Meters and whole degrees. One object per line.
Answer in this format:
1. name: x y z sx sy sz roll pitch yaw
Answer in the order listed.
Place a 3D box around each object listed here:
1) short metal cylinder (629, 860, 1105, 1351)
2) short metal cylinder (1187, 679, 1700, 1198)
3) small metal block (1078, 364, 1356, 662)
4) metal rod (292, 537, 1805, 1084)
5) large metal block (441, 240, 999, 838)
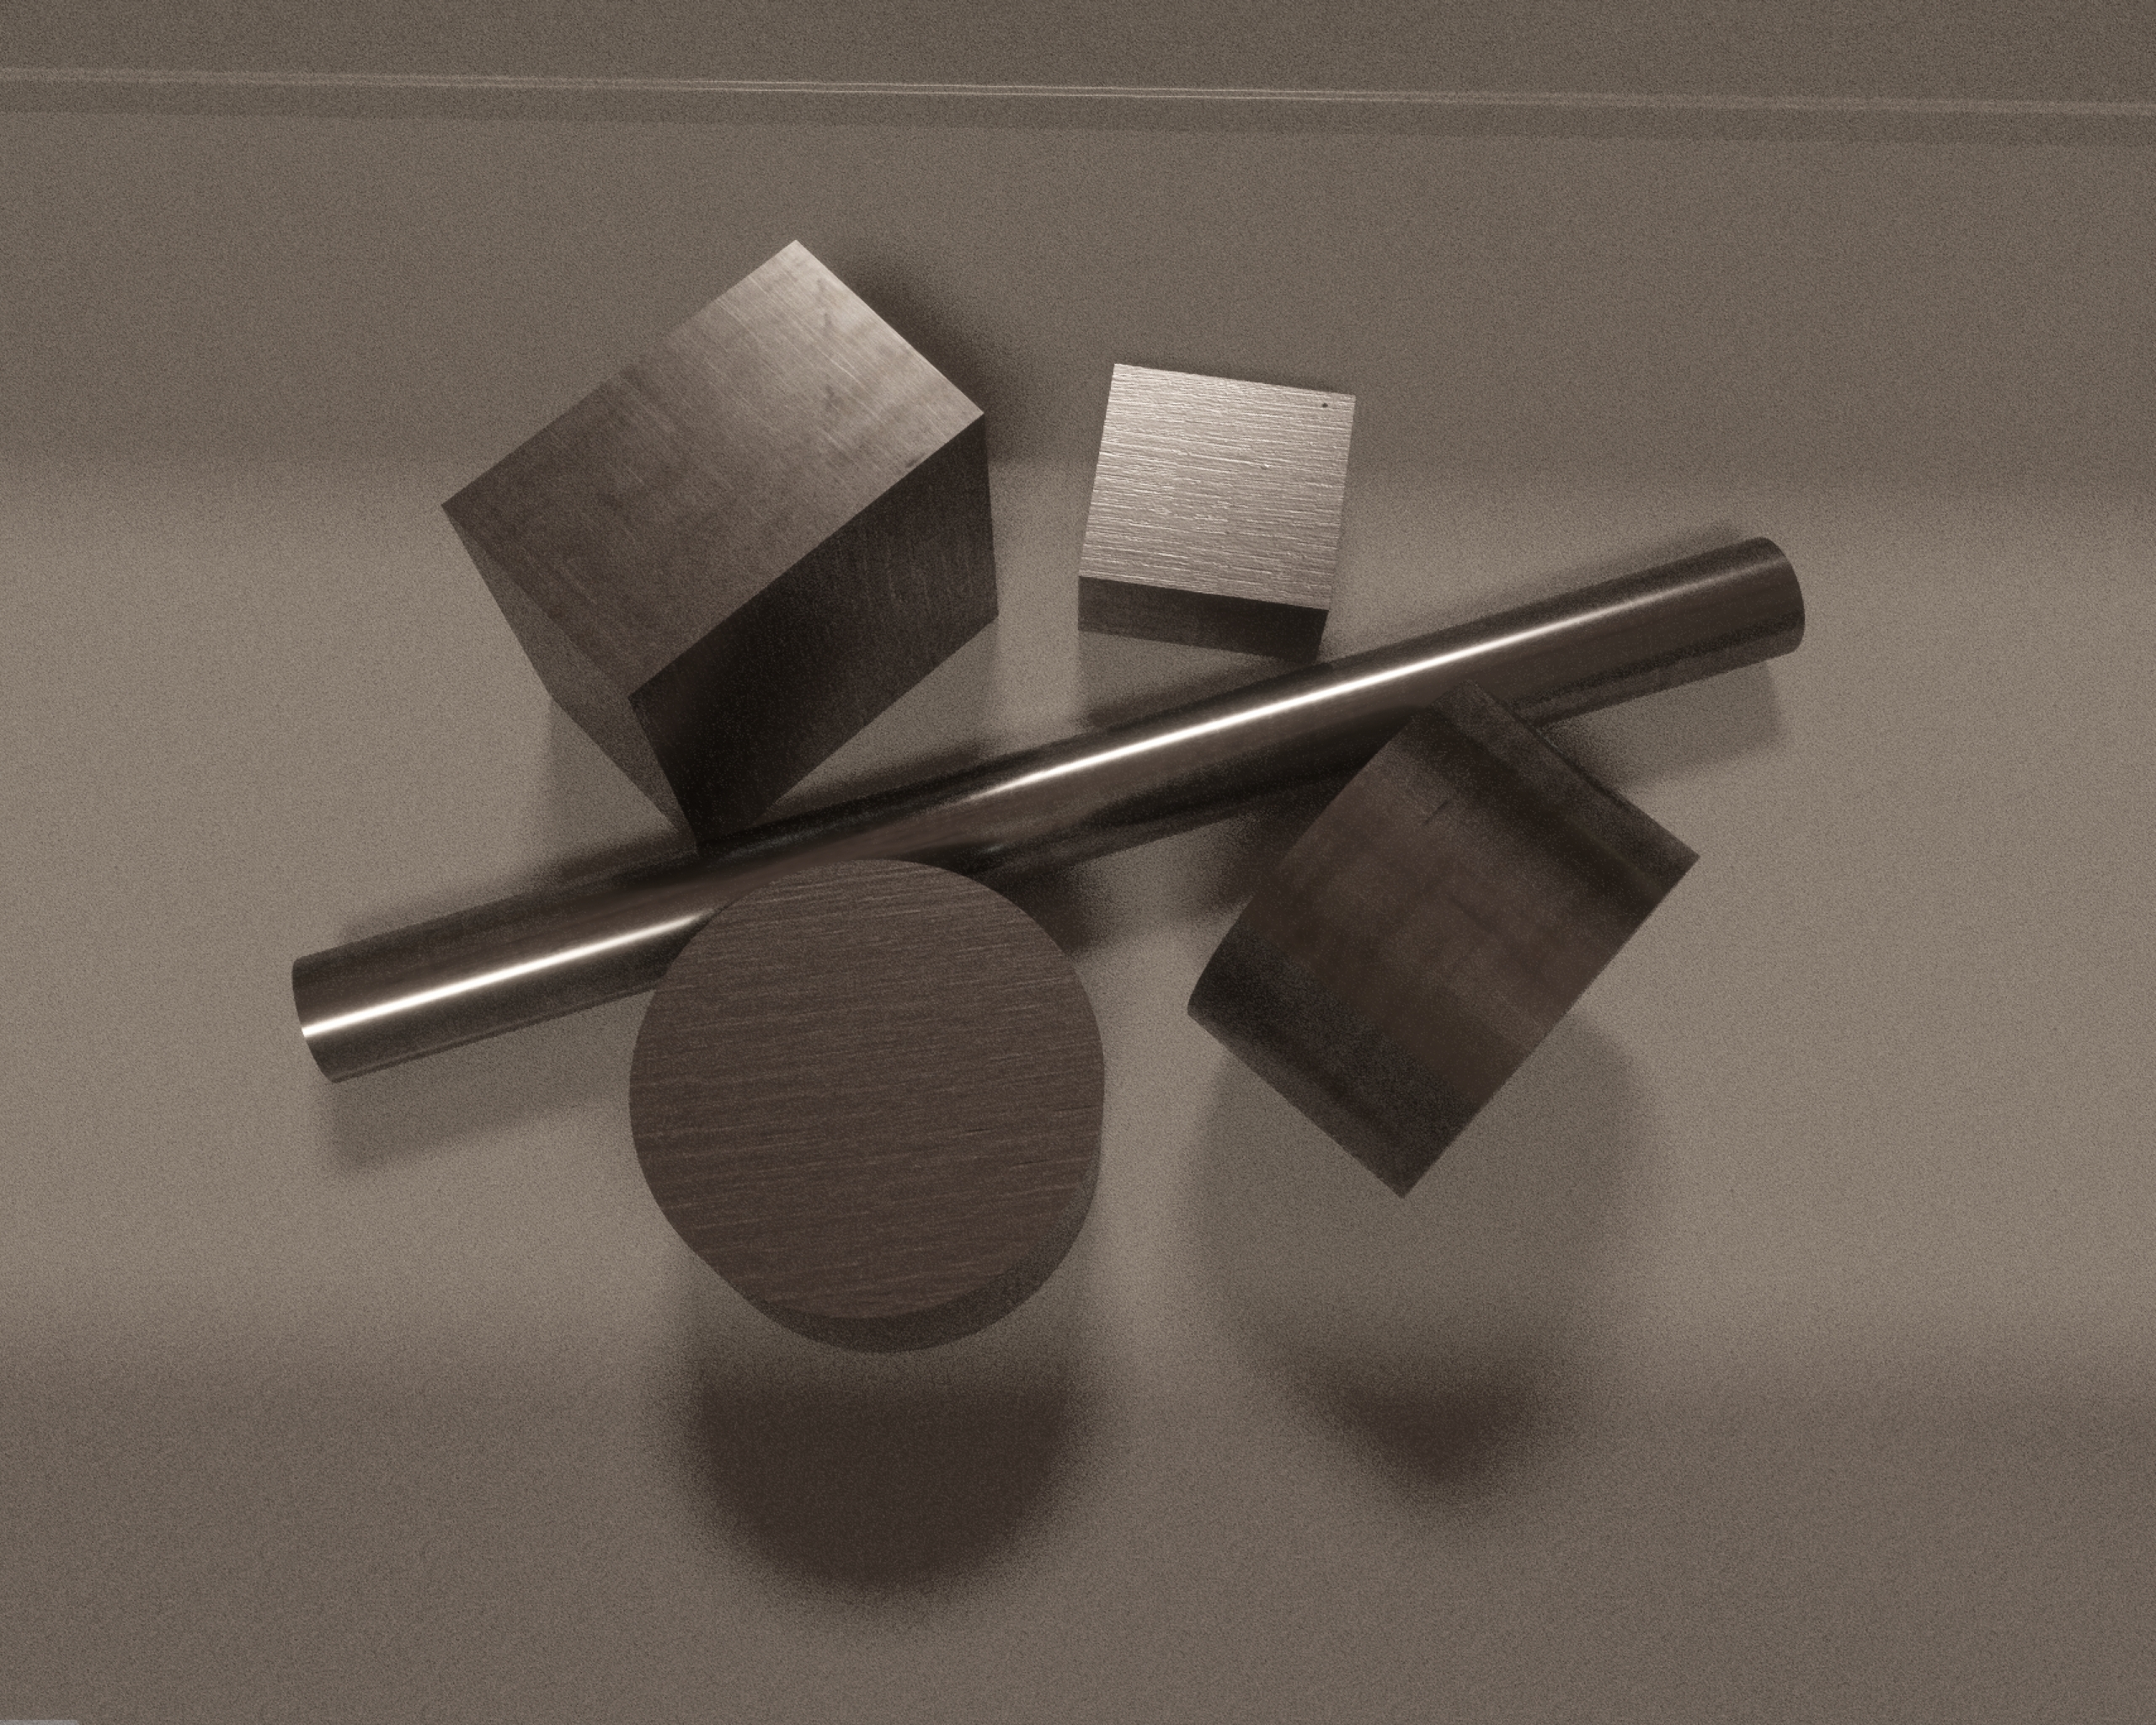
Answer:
1. short metal cylinder: -0.036 0.045 0.377 0.081 0.050 0.080 0 70 0
2. short metal cylinder: 0.065 0.014 0.375 0.050 0.080 0.080 41 75 13
3. small metal block: 0.029 -0.073 0.435 0.050 0.025 0.050 8 70 2
4. metal rod: 0.000 -0.013 0.413 0.302 0.025 0.025 -16 71 -7
5. large metal block: -0.063 -0.057 0.400 0.080 0.080 0.050 -42 76 -14
